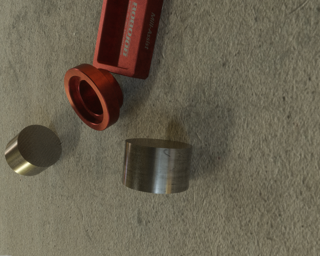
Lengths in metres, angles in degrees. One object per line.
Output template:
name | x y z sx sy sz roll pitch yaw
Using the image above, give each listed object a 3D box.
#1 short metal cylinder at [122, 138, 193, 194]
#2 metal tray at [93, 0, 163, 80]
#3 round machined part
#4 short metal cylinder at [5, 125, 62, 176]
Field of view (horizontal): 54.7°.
short metal cylinder | -0.003 0.043 0.372 0.080 0.081 0.050 9 96 39
metal tray | -0.047 -0.141 0.440 0.090 0.030 0.129 20 102 38
round machined part | -0.092 -0.048 0.452 0.098 0.042 0.097 28 137 31
short metal cylinder | -0.227 0.040 0.556 0.050 0.081 0.080 -30 72 36
